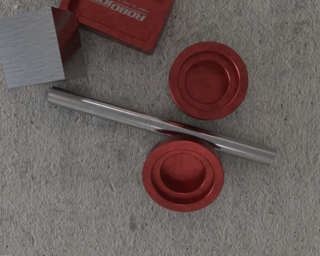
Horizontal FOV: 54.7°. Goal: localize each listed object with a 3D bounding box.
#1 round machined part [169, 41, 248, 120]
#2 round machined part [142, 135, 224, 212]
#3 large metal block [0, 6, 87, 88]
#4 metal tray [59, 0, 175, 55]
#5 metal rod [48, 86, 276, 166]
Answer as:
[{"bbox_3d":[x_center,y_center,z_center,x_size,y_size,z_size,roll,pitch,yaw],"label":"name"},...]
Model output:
[{"bbox_3d":[0.060,-0.059,0.402,0.099,0.042,0.097,0,90,0],"label":"round machined part"},{"bbox_3d":[0.029,0.053,0.392,0.099,0.042,0.097,2,110,5],"label":"round machined part"},{"bbox_3d":[-0.144,-0.095,0.379,0.080,0.050,0.079,-6,99,17],"label":"large metal block"},{"bbox_3d":[-0.054,-0.162,0.406,0.131,0.030,0.090,22,90,0],"label":"metal tray"},{"bbox_3d":[0.003,-0.002,0.410,0.302,0.025,0.025,16,90,0],"label":"metal rod"}]
